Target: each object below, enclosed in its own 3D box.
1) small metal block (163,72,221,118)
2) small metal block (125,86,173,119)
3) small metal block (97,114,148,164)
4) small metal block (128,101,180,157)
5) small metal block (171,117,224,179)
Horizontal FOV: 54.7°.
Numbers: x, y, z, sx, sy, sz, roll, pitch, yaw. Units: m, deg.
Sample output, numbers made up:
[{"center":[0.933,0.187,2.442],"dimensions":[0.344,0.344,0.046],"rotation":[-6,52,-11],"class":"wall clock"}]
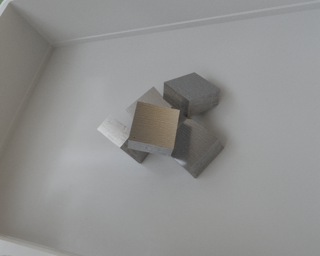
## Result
[{"center":[0.040,-0.043,0.394],"dimensions":[0.050,0.025,0.050],"rotation":[-22,45,-28],"class":"small metal block"},{"center":[-0.011,-0.021,0.419],"dimensions":[0.050,0.025,0.050],"rotation":[-39,51,1],"class":"small metal block"},{"center":[-0.045,0.015,0.400],"dimensions":[0.050,0.050,0.025],"rotation":[33,80,38],"class":"small metal block"},{"center":[-0.007,0.001,0.359],"dimensions":[0.050,0.025,0.050],"rotation":[12,63,-3],"class":"small metal block"},{"center":[0.038,0.023,0.368],"dimensions":[0.050,0.025,0.050],"rotation":[-46,52,-4],"class":"small metal block"}]
